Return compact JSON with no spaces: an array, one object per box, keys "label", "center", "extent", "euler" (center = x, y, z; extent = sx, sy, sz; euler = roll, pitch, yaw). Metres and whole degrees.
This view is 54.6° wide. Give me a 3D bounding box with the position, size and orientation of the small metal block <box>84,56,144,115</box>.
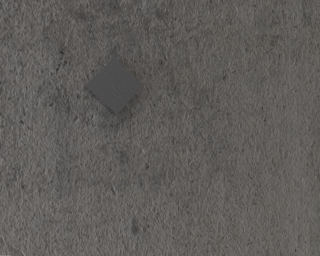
[{"label":"small metal block","center":[-0.058,-0.052,0.387],"extent":[0.050,0.025,0.050],"euler":[44,76,-15]}]
